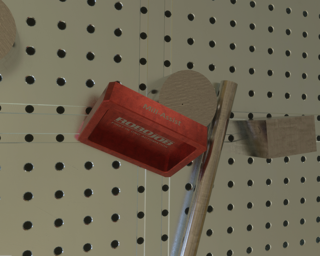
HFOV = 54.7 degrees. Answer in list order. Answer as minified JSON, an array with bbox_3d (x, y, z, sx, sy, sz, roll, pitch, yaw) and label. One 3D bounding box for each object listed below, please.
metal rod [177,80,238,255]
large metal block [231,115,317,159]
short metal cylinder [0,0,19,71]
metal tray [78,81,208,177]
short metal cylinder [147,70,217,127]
[{"bbox_3d":[0.063,0.078,0.437,0.025,0.025,0.299,17,84,-20],"label":"metal rod"},{"bbox_3d":[0.160,0.011,0.444,0.081,0.080,0.050,-6,92,-20],"label":"large metal block"},{"bbox_3d":[-0.194,-0.100,0.327,0.081,0.050,0.079,0,90,-21],"label":"short metal cylinder"},{"bbox_3d":[-0.020,0.008,0.370,0.131,0.090,0.030,25,48,-19],"label":"metal tray"},{"bbox_3d":[0.028,-0.033,0.411,0.081,0.050,0.079,0,90,-21],"label":"short metal cylinder"}]
